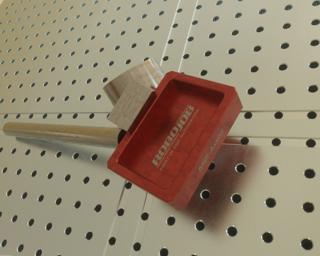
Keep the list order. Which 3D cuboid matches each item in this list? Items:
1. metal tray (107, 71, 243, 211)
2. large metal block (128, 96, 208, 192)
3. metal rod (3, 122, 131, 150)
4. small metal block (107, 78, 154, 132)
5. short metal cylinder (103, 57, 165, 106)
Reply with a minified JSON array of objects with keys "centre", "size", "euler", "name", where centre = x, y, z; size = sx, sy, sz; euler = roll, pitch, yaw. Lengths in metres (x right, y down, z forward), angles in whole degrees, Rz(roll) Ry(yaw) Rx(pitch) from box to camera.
[{"centre":[0.015,0.007,0.323],"size":[0.090,0.030,0.130],"euler":[22,73,36],"name":"metal tray"},{"centre":[0.003,0.019,0.376],"size":[0.080,0.050,0.080],"euler":[-31,52,8],"name":"large metal block"},{"centre":[-0.150,0.007,0.442],"size":[0.300,0.025,0.025],"euler":[3,63,41],"name":"metal rod"},{"centre":[-0.031,-0.027,0.346],"size":[0.025,0.050,0.050],"euler":[33,98,-1],"name":"small metal block"},{"centre":[-0.027,-0.050,0.409],"size":[0.080,0.080,0.050],"euler":[-30,95,8],"name":"short metal cylinder"}]
